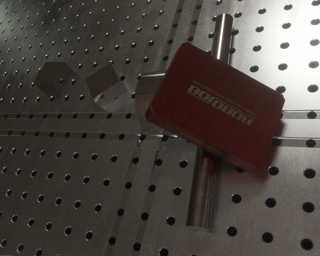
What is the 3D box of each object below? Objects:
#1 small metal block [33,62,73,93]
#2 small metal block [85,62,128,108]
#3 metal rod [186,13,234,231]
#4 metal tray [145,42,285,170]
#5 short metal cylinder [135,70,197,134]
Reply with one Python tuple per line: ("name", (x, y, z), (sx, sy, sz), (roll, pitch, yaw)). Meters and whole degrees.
("small metal block", (-0.195, -0.093, 0.565), (0.050, 0.025, 0.050), (8, 66, 31))
("small metal block", (-0.086, -0.069, 0.494), (0.050, 0.025, 0.050), (-32, 52, 7))
("metal rod", (0.067, -0.027, 0.388), (0.025, 0.025, 0.299), (-2, 60, 27))
("metal tray", (0.061, -0.023, 0.335), (0.131, 0.030, 0.090), (27, 72, -6))
("short metal cylinder", (0.011, -0.032, 0.385), (0.050, 0.080, 0.080), (-1, 61, 27))
